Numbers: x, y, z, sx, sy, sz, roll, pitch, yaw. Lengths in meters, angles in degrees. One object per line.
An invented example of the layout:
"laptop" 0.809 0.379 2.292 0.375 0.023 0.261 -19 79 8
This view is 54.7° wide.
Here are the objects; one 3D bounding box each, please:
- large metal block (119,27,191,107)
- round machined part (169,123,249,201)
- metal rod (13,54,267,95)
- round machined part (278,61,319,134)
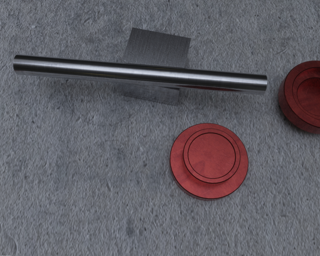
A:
"large metal block" -0.007 -0.083 0.425 0.080 0.050 0.080 12 70 4
"round machined part" 0.061 0.039 0.386 0.099 0.042 0.098 0 70 0
"metal rod" -0.024 -0.065 0.378 0.302 0.025 0.025 5 70 1
"round machined part" 0.207 -0.037 0.414 0.099 0.042 0.098 0 70 0
